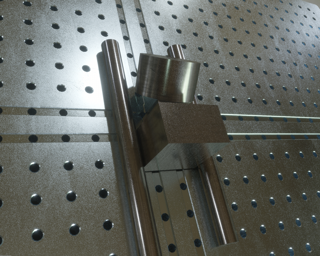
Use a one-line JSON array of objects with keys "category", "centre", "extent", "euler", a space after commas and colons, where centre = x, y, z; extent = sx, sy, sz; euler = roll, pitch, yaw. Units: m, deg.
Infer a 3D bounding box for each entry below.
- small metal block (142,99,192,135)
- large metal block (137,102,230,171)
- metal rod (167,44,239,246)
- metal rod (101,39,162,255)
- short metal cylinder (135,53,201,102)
[{"category": "small metal block", "centre": [0.011, -0.013, 0.406], "extent": [0.050, 0.050, 0.025], "euler": [2, 61, -28]}, {"category": "large metal block", "centre": [0.022, 0.013, 0.374], "extent": [0.081, 0.080, 0.050], "euler": [1, 62, -28]}, {"category": "metal rod", "centre": [0.053, 0.006, 0.432], "extent": [0.025, 0.025, 0.299], "euler": [2, 61, -27]}, {"category": "metal rod", "centre": [-0.039, 0.013, 0.378], "extent": [0.025, 0.025, 0.299], "euler": [1, 61, -28]}, {"category": "short metal cylinder", "centre": [0.010, -0.068, 0.411], "extent": [0.081, 0.050, 0.080], "euler": [9, 15, -2]}]
